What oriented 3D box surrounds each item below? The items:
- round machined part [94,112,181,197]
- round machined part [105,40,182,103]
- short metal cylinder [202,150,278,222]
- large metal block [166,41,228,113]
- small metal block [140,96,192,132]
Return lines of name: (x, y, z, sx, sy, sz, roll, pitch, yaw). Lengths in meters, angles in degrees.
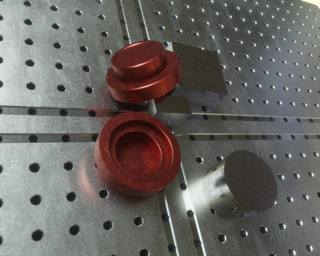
round machined part: (-0.028, 0.033, 0.362, 0.099, 0.042, 0.098, 14, 56, -21)
round machined part: (-0.024, -0.078, 0.397, 0.098, 0.042, 0.098, -11, 39, 9)
short metal cylinder: (0.103, 0.075, 0.401, 0.081, 0.050, 0.080, 14, 56, -21)
large metal block: (0.046, -0.074, 0.462, 0.081, 0.050, 0.080, 8, 58, -24)
small metal block: (0.005, -0.018, 0.406, 0.050, 0.050, 0.025, 1, 62, -28)
